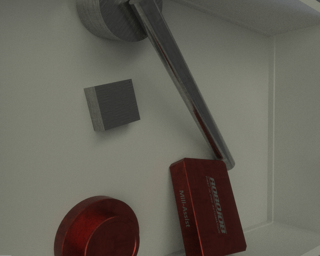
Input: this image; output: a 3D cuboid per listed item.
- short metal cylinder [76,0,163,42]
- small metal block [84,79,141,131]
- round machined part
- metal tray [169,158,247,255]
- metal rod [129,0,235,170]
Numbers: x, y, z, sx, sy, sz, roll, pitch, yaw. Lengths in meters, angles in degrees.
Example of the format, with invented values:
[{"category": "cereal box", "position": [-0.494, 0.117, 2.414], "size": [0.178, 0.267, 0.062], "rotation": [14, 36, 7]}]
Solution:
[{"category": "short metal cylinder", "position": [-0.044, -0.138, 0.341], "size": [0.081, 0.050, 0.079], "rotation": [-17, 117, -37]}, {"category": "small metal block", "position": [-0.055, -0.027, 0.362], "size": [0.050, 0.025, 0.050], "rotation": [-20, 103, -39]}, {"category": "round machined part", "position": [-0.062, 0.128, 0.346], "size": [0.099, 0.042, 0.097], "rotation": [0, 90, -40]}, {"category": "metal tray", "position": [0.067, 0.109, 0.430], "size": [0.091, 0.030, 0.130], "rotation": [9, 61, -40]}, {"category": "metal rod", "position": [0.045, -0.037, 0.407], "size": [0.025, 0.025, 0.300], "rotation": [-57, 134, -25]}]
